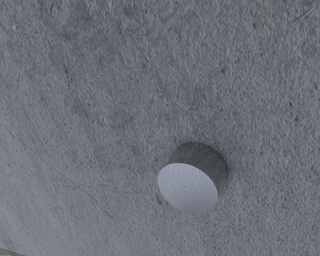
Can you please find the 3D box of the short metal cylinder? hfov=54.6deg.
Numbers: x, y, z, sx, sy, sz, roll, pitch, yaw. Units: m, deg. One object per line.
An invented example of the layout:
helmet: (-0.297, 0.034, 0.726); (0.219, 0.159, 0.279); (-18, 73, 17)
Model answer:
short metal cylinder: (0.044, 0.065, 0.408); (0.080, 0.050, 0.080); (13, 124, 21)
